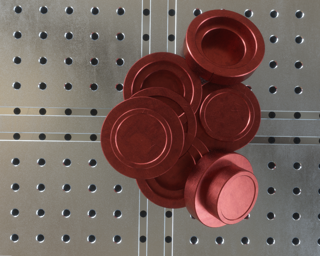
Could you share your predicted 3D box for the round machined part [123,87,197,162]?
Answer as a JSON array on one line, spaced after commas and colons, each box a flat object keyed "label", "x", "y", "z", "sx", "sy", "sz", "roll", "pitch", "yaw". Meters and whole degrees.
[{"label": "round machined part", "x": -0.004, "y": -0.002, "z": 0.404, "sx": 0.099, "sy": 0.042, "sz": 0.097, "roll": 0, "pitch": 90, "yaw": 0}]

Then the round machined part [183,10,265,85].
[{"label": "round machined part", "x": 0.078, "y": -0.097, "z": 0.394, "sx": 0.099, "sy": 0.042, "sz": 0.098, "roll": 2, "pitch": 69, "yaw": -6}]

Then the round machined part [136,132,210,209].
[{"label": "round machined part", "x": 0.018, "y": 0.051, "z": 0.405, "sx": 0.099, "sy": 0.042, "sz": 0.097, "roll": 0, "pitch": 90, "yaw": 0}]

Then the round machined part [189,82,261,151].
[{"label": "round machined part", "x": 0.084, "y": -0.016, "z": 0.405, "sx": 0.099, "sy": 0.042, "sz": 0.097, "roll": 0, "pitch": 90, "yaw": 0}]

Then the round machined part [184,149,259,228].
[{"label": "round machined part", "x": 0.082, "y": 0.078, "z": 0.381, "sx": 0.099, "sy": 0.042, "sz": 0.097, "roll": -9, "pitch": 108, "yaw": -31}]

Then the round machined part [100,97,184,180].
[{"label": "round machined part", "x": -0.021, "y": 0.012, "z": 0.362, "sx": 0.099, "sy": 0.042, "sz": 0.097, "roll": 0, "pitch": 90, "yaw": 0}]

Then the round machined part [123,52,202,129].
[{"label": "round machined part", "x": 0.003, "y": -0.046, "z": 0.405, "sx": 0.099, "sy": 0.042, "sz": 0.097, "roll": 0, "pitch": 90, "yaw": 0}]
